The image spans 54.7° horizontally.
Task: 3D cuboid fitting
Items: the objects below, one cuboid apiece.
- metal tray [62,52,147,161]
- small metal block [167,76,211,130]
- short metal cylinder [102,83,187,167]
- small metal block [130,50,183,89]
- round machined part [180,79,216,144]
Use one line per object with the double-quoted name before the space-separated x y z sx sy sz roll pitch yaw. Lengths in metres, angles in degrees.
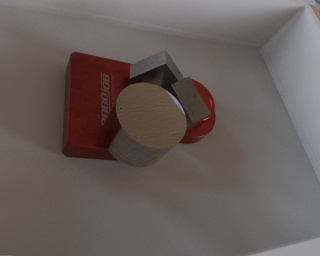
"metal tray" -0.068 -0.027 0.378 0.091 0.030 0.130 8 58 -25
"small metal block" 0.030 -0.026 0.371 0.025 0.050 0.050 -27 83 -18
"short metal cylinder" -0.018 -0.003 0.342 0.081 0.050 0.080 14 56 -21
"small metal block" -0.003 -0.065 0.394 0.050 0.050 0.025 47 32 -46
"round machined part" 0.037 -0.031 0.432 0.099 0.042 0.098 14 56 -21
